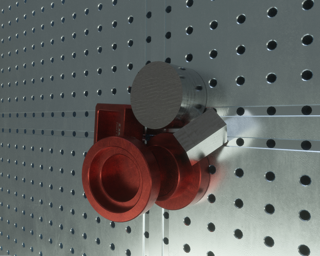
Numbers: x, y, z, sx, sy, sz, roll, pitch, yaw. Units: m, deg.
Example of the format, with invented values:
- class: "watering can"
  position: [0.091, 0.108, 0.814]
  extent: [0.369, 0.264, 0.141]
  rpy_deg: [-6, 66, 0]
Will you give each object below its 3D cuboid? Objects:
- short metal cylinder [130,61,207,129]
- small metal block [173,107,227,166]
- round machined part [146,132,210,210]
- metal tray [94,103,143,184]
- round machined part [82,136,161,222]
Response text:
- class: "short metal cylinder"
  position: [0.010, -0.039, 0.383]
  extent: [0.080, 0.050, 0.079]
  rpy_deg: [0, 90, 39]
- class: "small metal block"
  position: [0.046, 0.011, 0.341]
  extent: [0.050, 0.050, 0.025]
  rpy_deg: [-34, 64, -4]
- class: "round machined part"
  position: [0.009, 0.054, 0.388]
  extent: [0.098, 0.042, 0.097]
  rpy_deg: [0, 90, 39]
- class: "metal tray"
  position: [-0.063, 0.031, 0.441]
  extent: [0.090, 0.030, 0.129]
  rpy_deg: [8, 95, 54]
- class: "round machined part"
  position: [-0.042, 0.058, 0.368]
  extent: [0.098, 0.042, 0.097]
  rpy_deg: [1, 92, 29]
